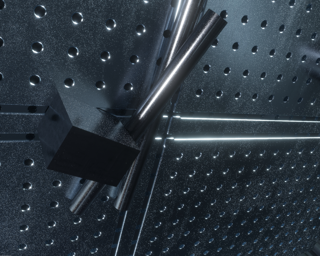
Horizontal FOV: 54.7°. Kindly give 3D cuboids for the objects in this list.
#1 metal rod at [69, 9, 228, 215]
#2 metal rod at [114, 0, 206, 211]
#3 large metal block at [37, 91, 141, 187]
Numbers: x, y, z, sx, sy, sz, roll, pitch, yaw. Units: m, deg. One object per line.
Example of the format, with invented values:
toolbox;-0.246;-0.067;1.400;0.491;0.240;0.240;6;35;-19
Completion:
metal rod;-0.025;-0.005;0.371;0.025;0.025;0.299;24;112;-37
metal rod;-0.008;-0.018;0.395;0.025;0.025;0.298;6;115;-31
large metal block;-0.080;0.012;0.339;0.080;0.080;0.050;25;105;-37
